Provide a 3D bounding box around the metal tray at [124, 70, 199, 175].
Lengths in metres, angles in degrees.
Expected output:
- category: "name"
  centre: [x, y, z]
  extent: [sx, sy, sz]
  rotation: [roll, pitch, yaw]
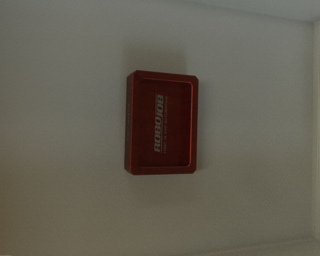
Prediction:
- category: "metal tray"
  centre: [0.002, -0.006, 0.406]
  extent: [0.091, 0.030, 0.129]
  rotation: [2, 89, -21]
